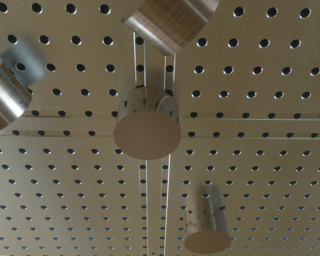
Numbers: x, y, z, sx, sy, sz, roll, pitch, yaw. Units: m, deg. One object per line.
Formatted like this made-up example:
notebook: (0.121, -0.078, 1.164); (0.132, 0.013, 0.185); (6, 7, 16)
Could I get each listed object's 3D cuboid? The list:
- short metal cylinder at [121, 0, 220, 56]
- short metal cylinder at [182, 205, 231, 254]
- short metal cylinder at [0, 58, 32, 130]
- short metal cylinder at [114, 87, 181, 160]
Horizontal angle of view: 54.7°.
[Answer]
short metal cylinder: (0.009, -0.113, 0.280); (0.050, 0.080, 0.080); (33, 123, -25)
short metal cylinder: (0.082, 0.181, 0.551); (0.081, 0.050, 0.079); (0, 130, 0)
short metal cylinder: (-0.194, -0.034, 0.344); (0.080, 0.080, 0.050); (-17, 128, 14)
short metal cylinder: (-0.015, -0.005, 0.391); (0.081, 0.050, 0.079); (-1, 130, 0)
